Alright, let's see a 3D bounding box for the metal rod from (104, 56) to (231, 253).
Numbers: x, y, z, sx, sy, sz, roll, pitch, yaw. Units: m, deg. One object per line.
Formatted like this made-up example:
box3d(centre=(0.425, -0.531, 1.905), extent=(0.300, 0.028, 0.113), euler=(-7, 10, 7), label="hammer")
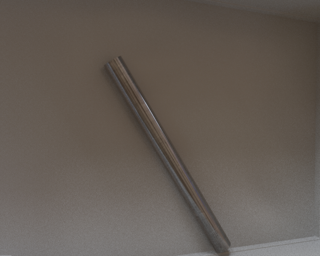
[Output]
box3d(centre=(0.015, 0.043, 0.415), extent=(0.025, 0.025, 0.299), euler=(-34, 101, -17), label="metal rod")
